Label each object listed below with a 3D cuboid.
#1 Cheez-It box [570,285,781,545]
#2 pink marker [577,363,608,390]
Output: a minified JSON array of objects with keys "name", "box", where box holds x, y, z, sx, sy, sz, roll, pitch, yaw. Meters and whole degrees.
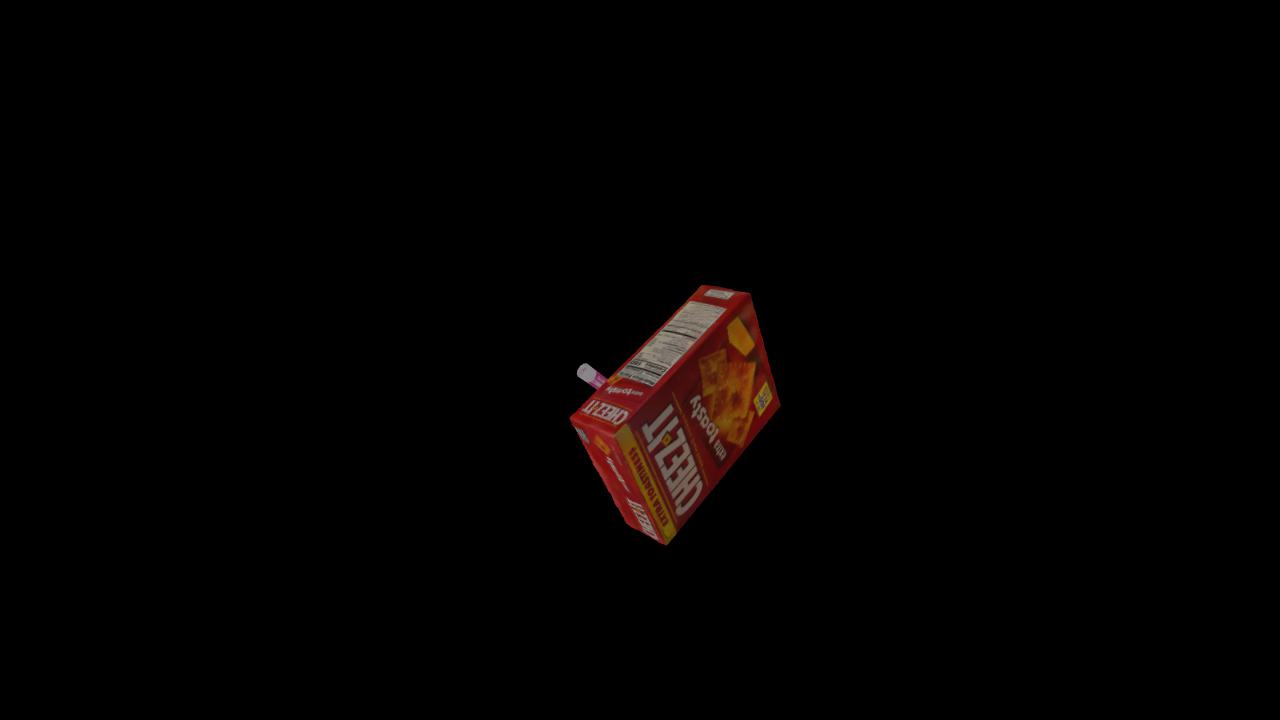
[{"name":"Cheez-It box","box":[0.048,0.052,0.639,0.071,0.166,0.223,16,50,43]},{"name":"pink marker","box":[-0.031,0.042,0.762,0.020,0.020,0.121,0,-30,46]}]
